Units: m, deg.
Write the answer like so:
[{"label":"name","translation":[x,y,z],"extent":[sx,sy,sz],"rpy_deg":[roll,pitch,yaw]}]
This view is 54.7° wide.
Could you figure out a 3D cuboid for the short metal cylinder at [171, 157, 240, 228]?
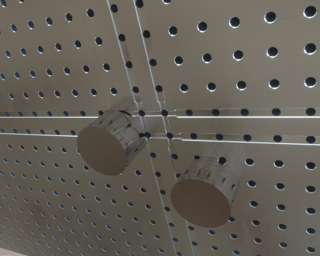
[{"label":"short metal cylinder","translation":[0.061,0.086,0.415],"extent":[0.080,0.050,0.079],"rpy_deg":[13,124,20]}]

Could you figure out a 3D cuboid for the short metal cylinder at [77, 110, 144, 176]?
[{"label":"short metal cylinder","translation":[-0.070,0.021,0.443],"extent":[0.080,0.050,0.079],"rpy_deg":[13,124,20]}]
